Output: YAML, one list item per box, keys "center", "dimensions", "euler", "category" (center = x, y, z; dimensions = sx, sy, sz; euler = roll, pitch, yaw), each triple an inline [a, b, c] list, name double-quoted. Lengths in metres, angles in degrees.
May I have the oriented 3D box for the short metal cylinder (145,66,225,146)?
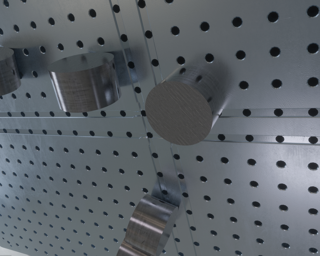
- center: [0.030, -0.026, 0.363]
  dimensions: [0.080, 0.050, 0.079]
  euler: [13, 124, 21]
  category: "short metal cylinder"

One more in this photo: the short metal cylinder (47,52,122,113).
- center: [-0.093, -0.059, 0.388]
  dimensions: [0.080, 0.080, 0.050]
  euler: [6, 121, 25]
  category: "short metal cylinder"

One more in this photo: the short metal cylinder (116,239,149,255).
- center: [-0.036, 0.212, 0.526]
  dimensions: [0.050, 0.080, 0.079]
  euler: [22, 127, 15]
  category: "short metal cylinder"

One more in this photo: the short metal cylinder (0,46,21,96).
- center: [-0.254, -0.084, 0.458]
  dimensions: [0.080, 0.080, 0.050]
  euler: [15, 124, 20]
  category: "short metal cylinder"

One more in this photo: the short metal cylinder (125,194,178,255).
- center: [-0.011, 0.148, 0.474]
  dimensions: [0.050, 0.080, 0.079]
  euler: [20, 126, 17]
  category: "short metal cylinder"
